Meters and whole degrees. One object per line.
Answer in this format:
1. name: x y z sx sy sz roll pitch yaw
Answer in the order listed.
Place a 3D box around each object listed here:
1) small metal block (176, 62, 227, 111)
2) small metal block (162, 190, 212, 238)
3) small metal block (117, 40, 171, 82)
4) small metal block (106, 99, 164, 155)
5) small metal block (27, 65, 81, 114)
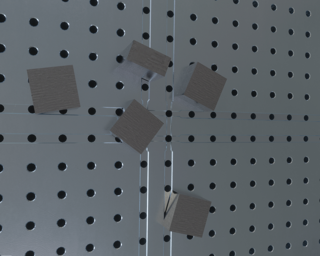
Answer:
1. small metal block: 0.058 -0.056 0.434 0.050 0.025 0.050 26 81 -18
2. small metal block: 0.037 0.118 0.426 0.050 0.025 0.050 18 84 -19
3. small metal block: -0.021 -0.082 0.391 0.050 0.050 0.025 22 83 -19
4. small metal block: -0.032 -0.002 0.401 0.050 0.025 0.050 40 77 -16
5. small metal block: -0.125 -0.045 0.366 0.050 0.025 0.050 -11 94 -20
